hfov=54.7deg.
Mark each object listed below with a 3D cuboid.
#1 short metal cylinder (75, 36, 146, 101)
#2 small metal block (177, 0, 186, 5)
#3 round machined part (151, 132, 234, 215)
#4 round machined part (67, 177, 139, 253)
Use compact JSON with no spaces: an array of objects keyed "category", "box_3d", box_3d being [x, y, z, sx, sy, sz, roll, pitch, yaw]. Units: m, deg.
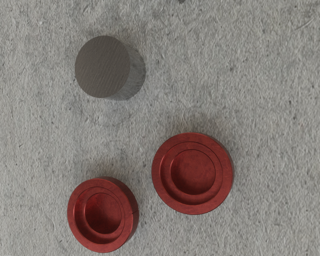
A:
[{"category":"short metal cylinder","box_3d":[-0.066,-0.078,0.418,0.080,0.050,0.079,0,90,19]},{"category":"small metal block","box_3d":[0.027,-0.199,0.399,0.050,0.025,0.050,-43,77,14]},{"category":"round machined part","box_3d":[0.043,0.054,0.384,0.098,0.042,0.097,0,90,19]},{"category":"round machined part","box_3d":[-0.073,0.115,0.425,0.098,0.042,0.097,0,90,19]}]
